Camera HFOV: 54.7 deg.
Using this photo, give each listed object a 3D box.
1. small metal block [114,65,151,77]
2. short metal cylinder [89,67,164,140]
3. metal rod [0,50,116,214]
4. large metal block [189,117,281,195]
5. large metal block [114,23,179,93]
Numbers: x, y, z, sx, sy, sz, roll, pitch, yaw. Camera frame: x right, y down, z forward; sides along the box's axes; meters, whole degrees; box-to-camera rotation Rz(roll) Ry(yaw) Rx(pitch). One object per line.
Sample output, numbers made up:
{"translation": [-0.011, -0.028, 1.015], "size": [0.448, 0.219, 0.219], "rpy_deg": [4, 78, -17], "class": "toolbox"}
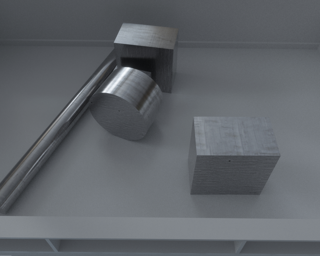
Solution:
{"translation": [-0.040, -0.056, 0.436], "size": [0.050, 0.050, 0.025], "rpy_deg": [14, 52, 11], "class": "small metal block"}
{"translation": [-0.042, -0.030, 0.394], "size": [0.080, 0.080, 0.050], "rpy_deg": [19, 53, 15], "class": "short metal cylinder"}
{"translation": [-0.119, -0.021, 0.421], "size": [0.025, 0.025, 0.301], "rpy_deg": [18, 52, 14], "class": "metal rod"}
{"translation": [0.076, 0.033, 0.343], "size": [0.081, 0.080, 0.050], "rpy_deg": [0, 50, 0], "class": "large metal block"}
{"translation": [-0.018, -0.102, 0.455], "size": [0.080, 0.080, 0.050], "rpy_deg": [8, 51, 6], "class": "large metal block"}
